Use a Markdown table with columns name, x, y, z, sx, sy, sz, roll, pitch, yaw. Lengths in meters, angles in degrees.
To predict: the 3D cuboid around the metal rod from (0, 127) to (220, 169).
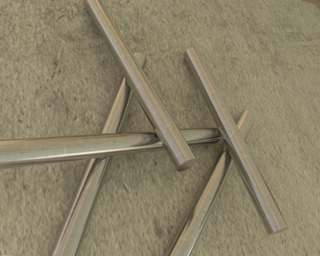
| name | x | y | z | sx | sy | sz | roll | pitch | yaw |
| --- | --- | --- | --- | --- | --- | --- | --- | --- | --- |
| metal rod | -0.039 | 0.017 | 0.343 | 0.302 | 0.025 | 0.025 | -3 | 63 | -40 |

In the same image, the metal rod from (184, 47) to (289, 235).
| name | x | y | z | sx | sy | sz | roll | pitch | yaw |
| --- | --- | --- | --- | --- | --- | --- | --- | --- | --- |
| metal rod | 0.093 | -0.003 | 0.430 | 0.025 | 0.025 | 0.299 | 0 | 53 | -29 |

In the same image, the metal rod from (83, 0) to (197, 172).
| name | x | y | z | sx | sy | sz | roll | pitch | yaw |
| --- | --- | --- | --- | --- | --- | --- | --- | --- | --- |
| metal rod | -0.037 | -0.076 | 0.399 | 0.025 | 0.025 | 0.299 | -10 | 57 | -33 |

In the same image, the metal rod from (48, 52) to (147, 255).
| name | x | y | z | sx | sy | sz | roll | pitch | yaw |
| --- | --- | --- | --- | --- | --- | --- | --- | --- | --- |
| metal rod | -0.062 | 0.018 | 0.360 | 0.025 | 0.025 | 0.300 | 25 | 53 | -13 |

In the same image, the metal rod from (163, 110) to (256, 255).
| name | x | y | z | sx | sy | sz | roll | pitch | yaw |
| --- | --- | --- | --- | --- | --- | --- | --- | --- | --- |
| metal rod | 0.067 | 0.074 | 0.396 | 0.025 | 0.025 | 0.301 | 40 | 51 | -2 |
